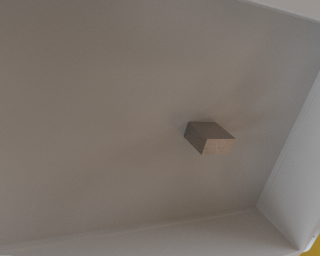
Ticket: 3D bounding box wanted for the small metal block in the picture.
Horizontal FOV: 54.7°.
[{"bbox_3d":[0.070,0.014,0.441,0.050,0.050,0.025,1,118,-29],"label":"small metal block"}]
